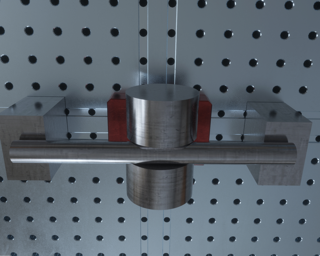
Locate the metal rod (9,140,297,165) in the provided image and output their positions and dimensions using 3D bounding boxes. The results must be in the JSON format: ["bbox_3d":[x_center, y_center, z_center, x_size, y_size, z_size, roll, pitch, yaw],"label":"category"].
[{"bbox_3d":[-0.006,0.027,0.337,0.302,0.025,0.025,1,110,-1],"label":"metal rod"}]

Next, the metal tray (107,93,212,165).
[{"bbox_3d":[-0.001,0.002,0.411,0.131,0.030,0.089,1,110,-1],"label":"metal tray"}]

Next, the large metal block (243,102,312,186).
[{"bbox_3d":[0.141,0.017,0.390,0.050,0.080,0.079,1,110,0],"label":"large metal block"}]

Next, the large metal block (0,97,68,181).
[{"bbox_3d":[-0.152,0.010,0.385,0.050,0.080,0.079,1,110,0],"label":"large metal block"}]

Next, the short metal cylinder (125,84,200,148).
[{"bbox_3d":[0.002,-0.017,0.346,0.081,0.080,0.050,1,110,-1],"label":"short metal cylinder"}]

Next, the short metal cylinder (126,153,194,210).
[{"bbox_3d":[0.000,0.054,0.372,0.081,0.080,0.050,1,110,-1],"label":"short metal cylinder"}]
